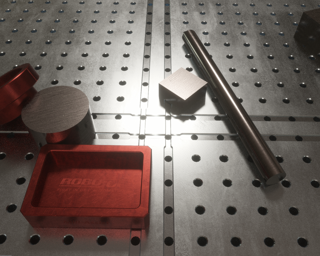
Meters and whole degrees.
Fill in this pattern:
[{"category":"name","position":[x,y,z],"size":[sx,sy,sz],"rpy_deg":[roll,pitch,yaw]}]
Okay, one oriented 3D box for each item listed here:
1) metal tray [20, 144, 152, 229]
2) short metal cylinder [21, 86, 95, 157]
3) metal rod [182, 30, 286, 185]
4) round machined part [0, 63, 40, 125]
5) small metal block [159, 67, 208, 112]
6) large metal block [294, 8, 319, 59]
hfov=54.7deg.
[{"category":"metal tray","position":[-0.076,0.063,0.349],"size":[0.131,0.030,0.090],"rpy_deg":[1,50,0]},{"category":"short metal cylinder","position":[-0.127,-0.009,0.397],"size":[0.081,0.050,0.080],"rpy_deg":[0,50,0]},{"category":"metal rod","position":[0.093,-0.051,0.451],"size":[0.025,0.025,0.300],"rpy_deg":[-12,51,-11]},{"category":"round machined part","position":[-0.201,-0.041,0.410],"size":[0.098,0.042,0.098],"rpy_deg":[-23,30,15]},{"category":"small metal block","position":[0.033,-0.057,0.456],"size":[0.050,0.025,0.050],"rpy_deg":[36,59,26]},{"category":"large metal block","position":[0.298,-0.166,0.535],"size":[0.081,0.050,0.080],"rpy_deg":[-17,52,-14]}]
